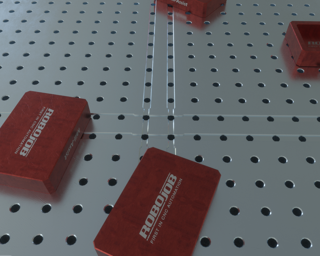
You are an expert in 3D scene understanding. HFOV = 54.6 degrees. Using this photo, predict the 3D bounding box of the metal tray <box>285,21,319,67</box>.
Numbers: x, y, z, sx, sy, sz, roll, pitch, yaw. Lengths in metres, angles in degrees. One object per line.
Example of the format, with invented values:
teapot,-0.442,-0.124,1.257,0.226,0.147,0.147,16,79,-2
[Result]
metal tray,0.291,-0.143,0.526,0.131,0.030,0.090,1,50,1

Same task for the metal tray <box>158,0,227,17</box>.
metal tray,0.063,-0.281,0.641,0.130,0.030,0.090,31,56,23

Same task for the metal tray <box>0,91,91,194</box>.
metal tray,-0.154,0.012,0.394,0.090,0.030,0.130,9,51,7

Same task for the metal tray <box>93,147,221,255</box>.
metal tray,0.002,0.089,0.330,0.090,0.030,0.130,19,52,15
